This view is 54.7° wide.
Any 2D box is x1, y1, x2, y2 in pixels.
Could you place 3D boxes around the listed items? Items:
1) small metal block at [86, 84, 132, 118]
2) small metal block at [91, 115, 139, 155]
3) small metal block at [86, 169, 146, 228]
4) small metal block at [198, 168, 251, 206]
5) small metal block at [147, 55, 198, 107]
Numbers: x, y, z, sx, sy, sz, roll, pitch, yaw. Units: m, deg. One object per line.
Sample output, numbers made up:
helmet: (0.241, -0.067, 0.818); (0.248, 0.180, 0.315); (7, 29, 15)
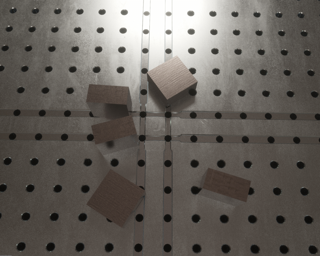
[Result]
small metal block: (-0.065, -0.034, 0.410); (0.050, 0.050, 0.025); (4, 70, 1)
small metal block: (-0.055, 0.010, 0.394); (0.050, 0.050, 0.025); (-15, 71, -6)
small metal block: (-0.052, 0.087, 0.379); (0.050, 0.025, 0.050); (30, 73, 10)
small metal block: (0.076, 0.072, 0.373); (0.050, 0.050, 0.025); (17, 71, 6)
small metal block: (0.017, -0.066, 0.436); (0.050, 0.025, 0.050); (-32, 73, -11)
